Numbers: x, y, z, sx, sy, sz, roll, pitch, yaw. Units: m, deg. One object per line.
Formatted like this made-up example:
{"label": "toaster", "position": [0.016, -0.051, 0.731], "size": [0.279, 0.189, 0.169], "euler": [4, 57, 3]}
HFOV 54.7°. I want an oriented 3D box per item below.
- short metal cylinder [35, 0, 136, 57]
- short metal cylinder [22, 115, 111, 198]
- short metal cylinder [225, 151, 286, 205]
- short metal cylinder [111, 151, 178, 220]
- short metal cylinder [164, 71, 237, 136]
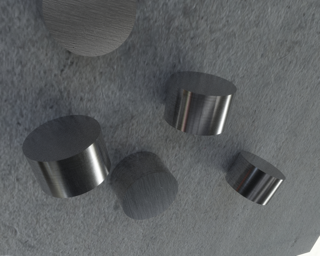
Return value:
{"label": "short metal cylinder", "position": [-0.069, -0.112, 0.285], "size": [0.081, 0.050, 0.079], "euler": [-14, 125, -21]}
{"label": "short metal cylinder", "position": [-0.099, 0.028, 0.336], "size": [0.081, 0.080, 0.050], "euler": [-20, 127, -17]}
{"label": "short metal cylinder", "position": [0.156, 0.080, 0.509], "size": [0.081, 0.080, 0.050], "euler": [16, 110, -35]}
{"label": "short metal cylinder", "position": [-0.022, 0.079, 0.429], "size": [0.081, 0.050, 0.079], "euler": [-14, 125, -21]}
{"label": "short metal cylinder", "position": [0.048, -0.032, 0.379], "size": [0.081, 0.080, 0.050], "euler": [-6, 121, -26]}
